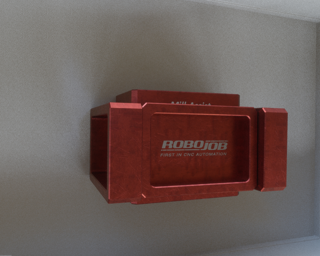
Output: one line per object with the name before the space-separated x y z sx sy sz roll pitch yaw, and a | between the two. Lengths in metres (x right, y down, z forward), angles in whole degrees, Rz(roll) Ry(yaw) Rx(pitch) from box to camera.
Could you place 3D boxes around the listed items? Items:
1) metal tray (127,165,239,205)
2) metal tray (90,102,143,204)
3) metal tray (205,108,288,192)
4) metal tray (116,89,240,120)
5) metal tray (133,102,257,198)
metal tray | 0.018 0.064 0.379 0.131 0.090 0.030 0 90 -20
metal tray | -0.052 0.021 0.334 0.030 0.130 0.089 1 91 -20
metal tray | 0.101 0.022 0.389 0.030 0.130 0.089 1 90 -20
metal tray | 0.019 -0.025 0.380 0.131 0.090 0.030 0 91 -20
metal tray | 0.039 0.021 0.324 0.131 0.030 0.089 1 89 -20
